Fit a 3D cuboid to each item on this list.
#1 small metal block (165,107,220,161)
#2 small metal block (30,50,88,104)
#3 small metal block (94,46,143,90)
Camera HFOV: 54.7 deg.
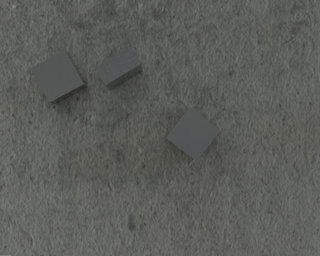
[{"bbox_3d":[0.042,0.008,0.411,0.050,0.025,0.050,38,90,-1],"label":"small metal block"},{"bbox_3d":[-0.132,-0.066,0.408,0.050,0.025,0.050,-29,90,-1],"label":"small metal block"},{"bbox_3d":[-0.051,-0.075,0.397,0.050,0.050,0.025,-31,90,0],"label":"small metal block"}]
